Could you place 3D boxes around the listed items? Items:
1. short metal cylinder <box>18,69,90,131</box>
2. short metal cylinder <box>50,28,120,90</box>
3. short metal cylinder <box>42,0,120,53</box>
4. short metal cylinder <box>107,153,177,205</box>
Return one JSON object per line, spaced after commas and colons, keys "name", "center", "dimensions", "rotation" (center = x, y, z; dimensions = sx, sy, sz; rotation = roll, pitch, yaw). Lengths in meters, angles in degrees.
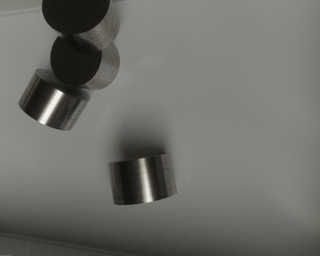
{"name": "short metal cylinder", "center": [-0.146, -0.040, 0.433], "dimensions": [0.080, 0.080, 0.050], "rotation": [37, 102, 16]}
{"name": "short metal cylinder", "center": [-0.104, -0.095, 0.434], "dimensions": [0.080, 0.050, 0.080], "rotation": [0, 90, 20]}
{"name": "short metal cylinder", "center": [-0.094, -0.139, 0.379], "dimensions": [0.080, 0.050, 0.080], "rotation": [-1, 79, 6]}
{"name": "short metal cylinder", "center": [-0.022, 0.062, 0.389], "dimensions": [0.080, 0.080, 0.050], "rotation": [-10, 87, 20]}
